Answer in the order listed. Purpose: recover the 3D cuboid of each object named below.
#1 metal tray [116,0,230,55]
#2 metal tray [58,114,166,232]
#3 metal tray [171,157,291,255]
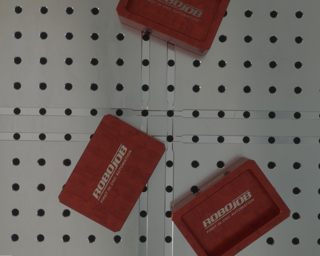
[{"bbox_3d":[0.019,-0.163,0.410,0.130,0.030,0.090,23,90,0],"label":"metal tray"},{"bbox_3d":[-0.061,0.058,0.411,0.090,0.030,0.130,29,90,0],"label":"metal tray"},{"bbox_3d":[0.091,0.111,0.411,0.130,0.030,0.090,-35,90,0],"label":"metal tray"}]
